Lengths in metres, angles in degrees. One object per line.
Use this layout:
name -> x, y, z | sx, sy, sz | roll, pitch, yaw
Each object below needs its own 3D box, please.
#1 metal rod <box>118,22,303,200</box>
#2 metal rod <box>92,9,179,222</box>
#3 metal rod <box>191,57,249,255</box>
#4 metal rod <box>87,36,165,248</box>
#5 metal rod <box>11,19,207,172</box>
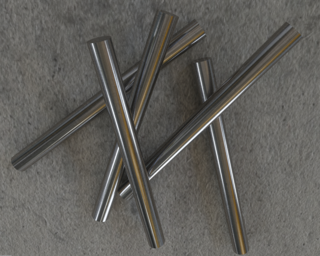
metal rod -> 0.046, -0.005, 0.385 | 0.025, 0.025, 0.299 | 38, 114, -13
metal rod -> -0.040, 0.004, 0.392 | 0.025, 0.025, 0.298 | 18, 116, -7
metal rod -> 0.088, 0.052, 0.430 | 0.025, 0.025, 0.298 | -14, 110, 4
metal rod -> -0.033, 0.039, 0.382 | 0.025, 0.025, 0.298 | -11, 119, 3
metal rod -> -0.073, -0.035, 0.395 | 0.300, 0.025, 0.025 | -35, 107, 11
